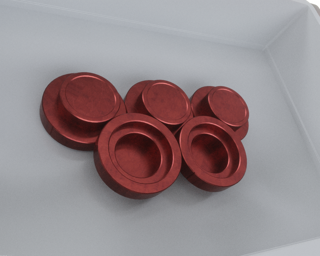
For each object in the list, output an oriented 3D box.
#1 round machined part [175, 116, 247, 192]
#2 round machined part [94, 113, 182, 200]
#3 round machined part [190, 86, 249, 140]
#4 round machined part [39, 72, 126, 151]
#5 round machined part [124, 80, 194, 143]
[{"bbox_3d":[0.060,0.036,0.402,0.099,0.042,0.098,14,56,-21],"label":"round machined part"},{"bbox_3d":[-0.028,0.035,0.356,0.099,0.042,0.098,14,56,-21],"label":"round machined part"},{"bbox_3d":[0.090,-0.022,0.453,0.099,0.042,0.098,13,56,-20],"label":"round machined part"},{"bbox_3d":[-0.085,-0.026,0.361,0.099,0.042,0.098,14,55,-21],"label":"round machined part"},{"bbox_3d":[0.001,-0.024,0.407,0.099,0.042,0.098,13,56,-20],"label":"round machined part"}]
